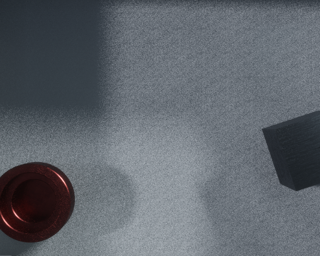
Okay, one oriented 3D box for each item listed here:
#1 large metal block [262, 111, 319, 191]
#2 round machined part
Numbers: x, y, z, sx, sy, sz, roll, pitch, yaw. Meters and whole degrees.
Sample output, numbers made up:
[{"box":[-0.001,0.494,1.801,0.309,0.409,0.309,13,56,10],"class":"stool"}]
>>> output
[{"box":[0.191,0.027,0.402,0.080,0.050,0.080,-18,90,-1],"class":"large metal block"},{"box":[-0.159,0.092,0.401,0.099,0.042,0.097,0,90,-1],"class":"round machined part"}]
